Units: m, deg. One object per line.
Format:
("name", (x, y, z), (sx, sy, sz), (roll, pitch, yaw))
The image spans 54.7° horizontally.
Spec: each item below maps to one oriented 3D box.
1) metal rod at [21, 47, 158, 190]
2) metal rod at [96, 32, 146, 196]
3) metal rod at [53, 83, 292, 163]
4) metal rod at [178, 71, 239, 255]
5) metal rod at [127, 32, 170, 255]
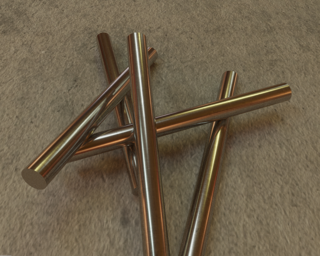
("metal rod", (-0.063, -0.037, 0.388), (0.025, 0.025, 0.301), (15, 38, 12))
("metal rod", (-0.058, -0.042, 0.437), (0.025, 0.025, 0.300), (-12, 51, -10))
("metal rod", (0.024, -0.009, 0.377), (0.302, 0.025, 0.025), (-15, 52, -13))
("metal rod", (0.065, 0.033, 0.375), (0.025, 0.025, 0.300), (13, 51, 10))
("metal rod", (-0.014, 0.025, 0.328), (0.025, 0.025, 0.299), (-5, 67, -4))
